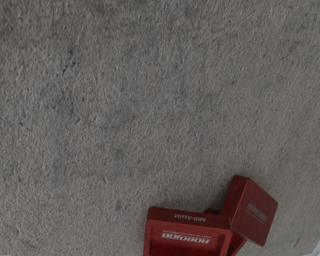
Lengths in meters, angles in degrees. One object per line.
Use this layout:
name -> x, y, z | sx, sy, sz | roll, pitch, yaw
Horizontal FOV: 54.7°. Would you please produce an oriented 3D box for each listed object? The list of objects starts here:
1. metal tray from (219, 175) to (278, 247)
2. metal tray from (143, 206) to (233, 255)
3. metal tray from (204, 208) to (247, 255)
metal tray -> 0.162, 0.151, 0.559 | 0.130, 0.030, 0.090 | 38, 70, -38
metal tray -> 0.042, 0.177, 0.496 | 0.131, 0.030, 0.089 | 7, 119, 1
metal tray -> 0.114, 0.207, 0.593 | 0.131, 0.030, 0.090 | 24, 105, -37
